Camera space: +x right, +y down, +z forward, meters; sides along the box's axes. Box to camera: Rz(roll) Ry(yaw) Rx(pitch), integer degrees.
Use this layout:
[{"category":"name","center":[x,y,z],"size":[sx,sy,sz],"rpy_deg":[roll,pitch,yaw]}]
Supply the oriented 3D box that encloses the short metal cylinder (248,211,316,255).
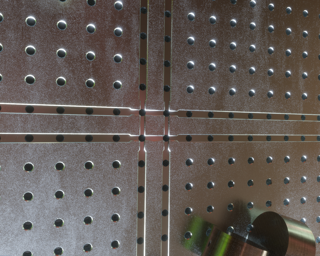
[{"category":"short metal cylinder","center":[0.174,0.168,0.450],"size":[0.050,0.080,0.080],"rpy_deg":[23,83,-19]}]

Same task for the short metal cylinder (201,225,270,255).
[{"category":"short metal cylinder","center":[0.101,0.174,0.423],"size":[0.080,0.080,0.050],"rpy_deg":[26,81,-19]}]
